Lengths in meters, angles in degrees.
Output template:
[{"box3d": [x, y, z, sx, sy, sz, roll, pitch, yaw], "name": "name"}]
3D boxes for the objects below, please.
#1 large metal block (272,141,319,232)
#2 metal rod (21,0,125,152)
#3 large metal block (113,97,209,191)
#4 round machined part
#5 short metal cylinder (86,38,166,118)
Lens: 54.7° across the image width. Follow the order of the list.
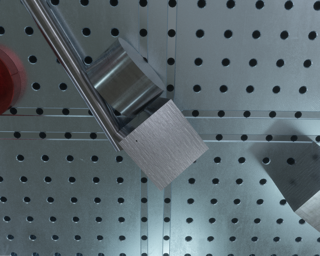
[{"box3d": [0.210, 0.076, 0.414, 0.050, 0.080, 0.080, 38, 106, -13], "name": "large metal block"}, {"box3d": [-0.119, -0.099, 0.375, 0.025, 0.025, 0.299, -26, 108, 9], "name": "metal rod"}, {"box3d": [0.000, 0.018, 0.394, 0.080, 0.050, 0.080, -41, 106, -7], "name": "large metal block"}, {"box3d": [-0.230, -0.055, 0.382, 0.099, 0.042, 0.097, 0, 110, 0], "name": "round machined part"}, {"box3d": [-0.038, -0.058, 0.362, 0.050, 0.080, 0.080, -40, 106, 13], "name": "short metal cylinder"}]
